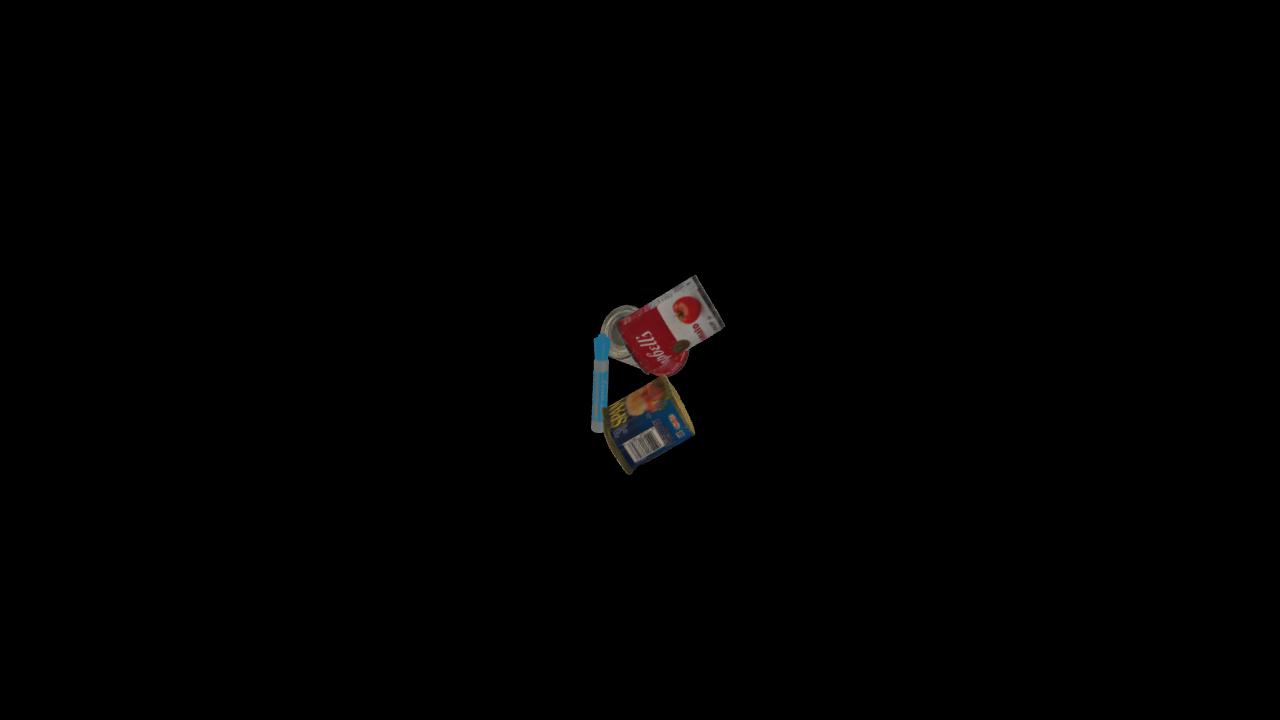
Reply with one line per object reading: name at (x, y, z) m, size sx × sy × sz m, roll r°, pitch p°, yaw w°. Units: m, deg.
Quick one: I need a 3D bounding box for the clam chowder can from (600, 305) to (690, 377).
clam chowder can at (0.007, -0.022, 0.749) m, size 0.068 × 0.068 × 0.102 m, roll 0°, pitch -12°, yaw 34°

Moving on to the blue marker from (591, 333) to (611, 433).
blue marker at (-0.045, 0.027, 0.701) m, size 0.020 × 0.121 × 0.020 m, roll 3°, pitch 24°, yaw -1°

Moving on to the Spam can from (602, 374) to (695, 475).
Spam can at (0.009, 0.068, 0.680) m, size 0.085 × 0.058 × 0.101 m, roll -30°, pitch 18°, yaw 5°

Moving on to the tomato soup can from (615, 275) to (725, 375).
tomato soup can at (0.034, -0.038, 0.664) m, size 0.101 × 0.068 × 0.068 m, roll -31°, pitch -4°, yaw 7°
